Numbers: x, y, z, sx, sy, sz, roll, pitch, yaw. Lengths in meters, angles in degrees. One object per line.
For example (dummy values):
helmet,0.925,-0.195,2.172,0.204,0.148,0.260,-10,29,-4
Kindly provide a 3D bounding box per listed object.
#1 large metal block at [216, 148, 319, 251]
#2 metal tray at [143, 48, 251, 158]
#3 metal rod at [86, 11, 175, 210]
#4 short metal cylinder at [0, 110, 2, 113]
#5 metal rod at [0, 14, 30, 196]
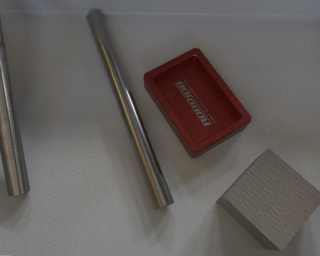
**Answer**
large metal block,0.127,0.085,0.367,0.080,0.050,0.080,-43,76,-14
metal tray,0.048,-0.036,0.420,0.090,0.030,0.130,-30,73,-11
metal rod,-0.047,-0.037,0.422,0.025,0.025,0.299,-19,71,-7
short metal cylinder,-0.243,-0.033,0.386,0.081,0.050,0.080,15,63,-33
metal rod,-0.194,-0.068,0.371,0.025,0.025,0.298,-8,94,-3
